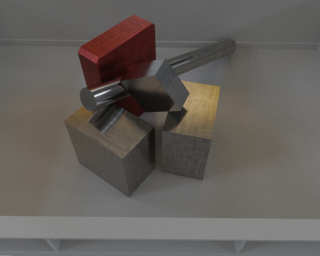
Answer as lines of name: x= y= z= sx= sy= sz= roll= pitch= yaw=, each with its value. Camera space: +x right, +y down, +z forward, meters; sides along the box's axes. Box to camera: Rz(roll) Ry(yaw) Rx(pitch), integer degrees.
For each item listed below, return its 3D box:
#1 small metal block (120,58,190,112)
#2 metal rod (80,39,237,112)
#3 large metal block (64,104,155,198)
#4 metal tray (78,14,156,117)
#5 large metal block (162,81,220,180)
small metal block: x=-0.005 y=-0.043 z=0.327 sx=0.050 sy=0.050 sz=0.025 roll=0 pitch=51 yaw=42
metal rod: x=0.022 y=-0.083 z=0.415 sx=0.025 sy=0.025 sz=0.302 roll=34 pitch=41 yaw=25
large metal block: x=-0.053 y=0.021 z=0.351 sx=0.080 sy=0.080 sz=0.050 roll=29 pitch=56 yaw=22
metal tray: x=-0.045 y=-0.061 z=0.385 sx=0.030 sy=0.129 sz=0.090 roll=33 pitch=58 yaw=25
large metal block: x=0.036 y=0.003 z=0.367 sx=0.050 sy=0.080 sz=0.080 roll=10 pitch=51 yaw=8
